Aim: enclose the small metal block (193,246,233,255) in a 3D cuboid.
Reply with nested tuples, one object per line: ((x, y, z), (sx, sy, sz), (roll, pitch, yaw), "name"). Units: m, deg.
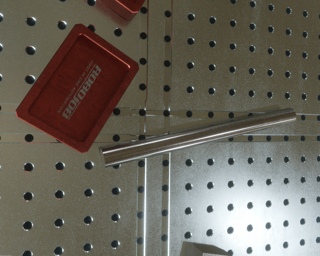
((0.072, 0.201, 0.441), (0.050, 0.025, 0.050), (15, 85, -20), "small metal block")

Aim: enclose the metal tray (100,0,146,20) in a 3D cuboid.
((-0.040, -0.218, 0.395), (0.090, 0.030, 0.130), (32, 79, -18), "metal tray")

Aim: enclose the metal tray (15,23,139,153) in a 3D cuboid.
((-0.096, -0.046, 0.374), (0.090, 0.030, 0.130), (33, 79, -17), "metal tray")

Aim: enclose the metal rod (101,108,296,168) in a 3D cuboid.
((0.068, 0.009, 0.438), (0.303, 0.025, 0.025), (-12, 94, -20), "metal rod")
